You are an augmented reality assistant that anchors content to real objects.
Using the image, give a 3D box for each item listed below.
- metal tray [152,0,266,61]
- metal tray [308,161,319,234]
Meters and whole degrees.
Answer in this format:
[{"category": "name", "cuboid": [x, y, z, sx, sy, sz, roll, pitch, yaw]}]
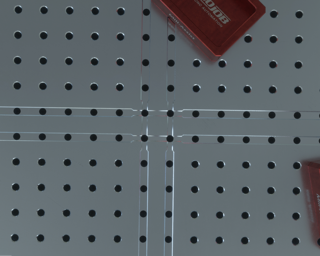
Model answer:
[{"category": "metal tray", "cuboid": [0.061, -0.166, 0.411, 0.090, 0.030, 0.130, -45, 90, 0]}, {"category": "metal tray", "cuboid": [0.259, 0.104, 0.413, 0.090, 0.030, 0.129, -10, 90, 0]}]
